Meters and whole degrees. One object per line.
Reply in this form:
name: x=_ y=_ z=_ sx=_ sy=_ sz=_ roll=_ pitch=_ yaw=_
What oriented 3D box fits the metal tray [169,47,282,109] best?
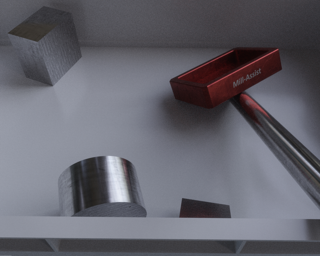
metal tray: x=0.091 y=-0.075 z=0.434 sx=0.131 sy=0.030 sz=0.090 roll=-29 pitch=25 yaw=-19

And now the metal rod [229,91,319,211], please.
metal rod: x=0.114 y=0.002 z=0.321 sx=0.025 sy=0.025 sz=0.300 roll=-3 pitch=24 yaw=-3

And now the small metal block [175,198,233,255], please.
small metal block: x=0.044 y=0.097 z=0.309 sx=0.050 sy=0.025 sz=0.050 roll=8 pitch=17 yaw=6

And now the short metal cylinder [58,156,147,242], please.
short metal cylinder: x=-0.058 y=0.072 z=0.308 sx=0.081 sy=0.080 sz=0.050 roll=-11 pitch=51 yaw=-10

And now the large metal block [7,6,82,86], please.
large metal block: x=-0.170 y=-0.125 z=0.472 sx=0.050 sy=0.080 sz=0.080 roll=19 pitch=52 yaw=14
